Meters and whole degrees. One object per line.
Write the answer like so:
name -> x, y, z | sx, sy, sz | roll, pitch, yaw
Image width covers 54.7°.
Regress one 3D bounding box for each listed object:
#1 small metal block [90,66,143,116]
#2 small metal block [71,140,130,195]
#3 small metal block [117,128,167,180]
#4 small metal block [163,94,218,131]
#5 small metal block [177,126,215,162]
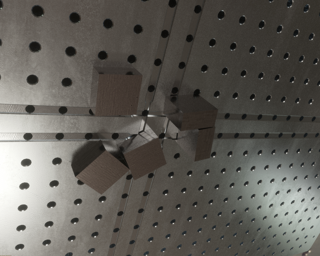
small metal block -> -0.052, -0.042, 0.358 | 0.050, 0.025, 0.050 | -3, 120, -27
small metal block -> -0.077, 0.051, 0.402 | 0.050, 0.025, 0.050 | -42, 130, 0
small metal block -> -0.024, 0.036, 0.422 | 0.050, 0.025, 0.050 | -26, 128, -13
small metal block -> 0.039, -0.022, 0.405 | 0.050, 0.050, 0.025 | -7, 122, -25
small metal block -> 0.049, 0.010, 0.430 | 0.025, 0.050, 0.050 | -10, 123, -24
